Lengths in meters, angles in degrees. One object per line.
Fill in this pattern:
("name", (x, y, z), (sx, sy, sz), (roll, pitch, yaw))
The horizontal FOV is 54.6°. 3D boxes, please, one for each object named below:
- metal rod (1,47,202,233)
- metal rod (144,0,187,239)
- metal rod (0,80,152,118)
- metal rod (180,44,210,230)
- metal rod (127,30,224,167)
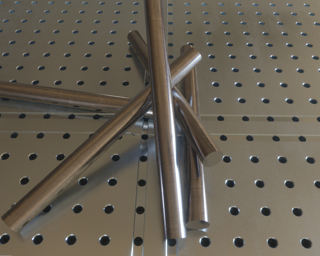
("metal rod", (-0.055, 0.001, 0.372), (0.025, 0.025, 0.301), (36, 69, 26))
("metal rod", (0.003, -0.029, 0.362), (0.025, 0.025, 0.299), (-4, 72, -3))
("metal rod", (-0.142, -0.044, 0.444), (0.301, 0.025, 0.025), (8, 51, 6))
("metal rod", (0.043, -0.014, 0.419), (0.025, 0.025, 0.300), (1, 50, 1))
("metal rod", (0.006, -0.063, 0.439), (0.025, 0.025, 0.300), (-16, 46, -13))
